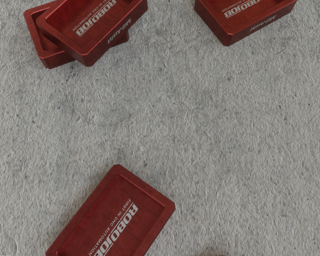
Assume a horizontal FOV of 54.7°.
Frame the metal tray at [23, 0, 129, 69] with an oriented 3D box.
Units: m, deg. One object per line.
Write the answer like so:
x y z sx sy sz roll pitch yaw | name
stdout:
-0.123 -0.151 0.459 0.131 0.030 0.090 -22 72 -8 | metal tray

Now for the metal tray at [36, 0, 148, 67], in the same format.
-0.091 -0.158 0.429 0.090 0.030 0.130 36 74 12 | metal tray

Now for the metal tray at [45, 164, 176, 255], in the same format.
-0.054 0.119 0.361 0.090 0.030 0.130 34 73 11 | metal tray

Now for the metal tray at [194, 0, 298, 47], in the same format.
0.130 -0.193 0.476 0.131 0.030 0.090 -30 73 -11 | metal tray
